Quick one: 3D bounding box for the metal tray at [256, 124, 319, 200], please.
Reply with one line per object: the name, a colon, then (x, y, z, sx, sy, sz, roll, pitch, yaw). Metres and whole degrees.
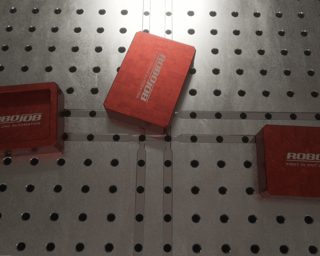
metal tray: (0.194, 0.045, 0.395, 0.131, 0.030, 0.090, 3, 70, 0)

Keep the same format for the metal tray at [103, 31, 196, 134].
metal tray: (-0.012, -0.065, 0.433, 0.090, 0.030, 0.130, 18, 71, 6)

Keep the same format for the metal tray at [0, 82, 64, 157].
metal tray: (-0.197, -0.010, 0.410, 0.131, 0.030, 0.090, -5, 70, -3)
